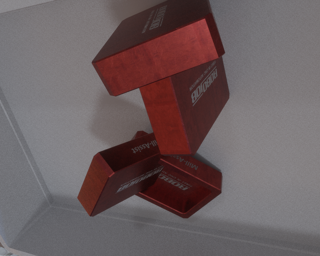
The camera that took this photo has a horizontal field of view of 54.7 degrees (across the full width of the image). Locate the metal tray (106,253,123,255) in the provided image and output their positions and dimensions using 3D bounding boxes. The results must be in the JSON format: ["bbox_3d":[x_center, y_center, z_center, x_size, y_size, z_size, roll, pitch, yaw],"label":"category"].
[{"bbox_3d":[-0.104,0.318,0.659,0.130,0.030,0.090,-27,104,37],"label":"metal tray"}]

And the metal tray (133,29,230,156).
[{"bbox_3d":[0.029,-0.043,0.298,0.030,0.131,0.090,-3,117,30],"label":"metal tray"}]

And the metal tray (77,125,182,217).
[{"bbox_3d":[-0.031,0.051,0.387,0.030,0.131,0.089,48,132,22],"label":"metal tray"}]

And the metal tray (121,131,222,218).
[{"bbox_3d":[0.006,0.067,0.419,0.131,0.030,0.089,29,131,-11],"label":"metal tray"}]

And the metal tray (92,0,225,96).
[{"bbox_3d":[0.002,-0.081,0.268,0.090,0.130,0.030,-18,119,16],"label":"metal tray"}]
